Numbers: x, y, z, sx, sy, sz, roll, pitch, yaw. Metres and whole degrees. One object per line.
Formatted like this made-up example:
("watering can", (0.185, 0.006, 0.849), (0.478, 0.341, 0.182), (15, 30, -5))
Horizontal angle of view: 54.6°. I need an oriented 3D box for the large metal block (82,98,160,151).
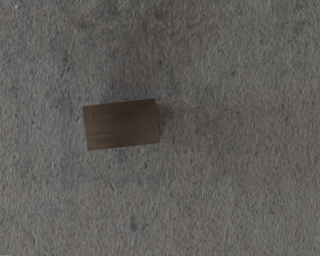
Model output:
("large metal block", (-0.043, -0.004, 0.382), (0.080, 0.080, 0.050), (-6, 90, 0))
